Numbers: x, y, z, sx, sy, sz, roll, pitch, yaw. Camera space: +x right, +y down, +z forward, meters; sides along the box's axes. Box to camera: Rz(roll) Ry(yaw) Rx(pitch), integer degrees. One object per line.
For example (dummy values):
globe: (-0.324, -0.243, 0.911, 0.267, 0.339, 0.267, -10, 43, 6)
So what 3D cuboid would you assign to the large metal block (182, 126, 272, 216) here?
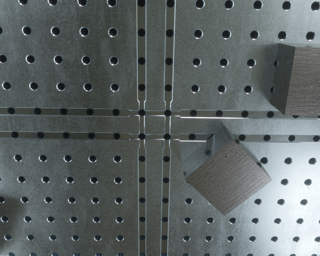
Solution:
large metal block: (0.088, 0.058, 0.423, 0.080, 0.050, 0.080, -42, 105, 13)

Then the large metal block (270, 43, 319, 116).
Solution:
large metal block: (0.190, -0.061, 0.381, 0.081, 0.050, 0.079, 1, 110, -1)
